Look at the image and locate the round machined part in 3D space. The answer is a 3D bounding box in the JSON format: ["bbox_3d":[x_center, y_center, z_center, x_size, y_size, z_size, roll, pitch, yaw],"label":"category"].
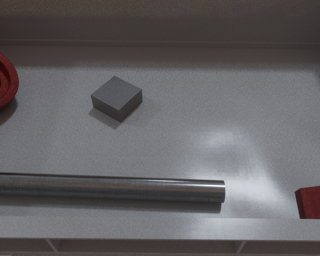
[{"bbox_3d":[-0.250,-0.061,0.421,0.099,0.042,0.098,16,61,-32],"label":"round machined part"}]

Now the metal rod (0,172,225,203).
[{"bbox_3d":[-0.080,0.066,0.348,0.302,0.025,0.025,2,50,1],"label":"metal rod"}]

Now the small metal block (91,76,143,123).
[{"bbox_3d":[-0.061,-0.042,0.440,0.050,0.025,0.050,28,55,21],"label":"small metal block"}]

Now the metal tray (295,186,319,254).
[{"bbox_3d":[0.194,0.078,0.268,0.130,0.090,0.030,-13,48,23],"label":"metal tray"}]
